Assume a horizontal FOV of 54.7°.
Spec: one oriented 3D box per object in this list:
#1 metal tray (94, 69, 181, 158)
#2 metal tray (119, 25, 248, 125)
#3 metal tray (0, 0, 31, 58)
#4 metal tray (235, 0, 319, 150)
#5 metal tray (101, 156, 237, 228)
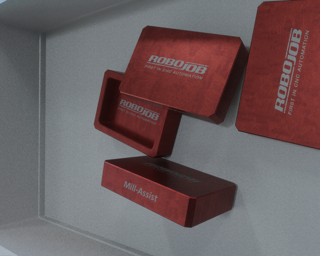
[{"bbox_3d":[-0.033,-0.023,0.428,0.130,0.030,0.089,23,104,37],"label":"metal tray"},{"bbox_3d":[0.024,-0.065,0.357,0.130,0.030,0.090,19,85,31],"label":"metal tray"},{"bbox_3d":[-0.323,-0.228,0.667,0.090,0.030,0.129,-22,76,37],"label":"metal tray"},{"bbox_3d":[0.130,-0.052,0.295,0.090,0.030,0.129,15,99,38],"label":"metal tray"},{"bbox_3d":[0.008,0.065,0.356,0.130,0.091,0.030,15,100,38],"label":"metal tray"}]
